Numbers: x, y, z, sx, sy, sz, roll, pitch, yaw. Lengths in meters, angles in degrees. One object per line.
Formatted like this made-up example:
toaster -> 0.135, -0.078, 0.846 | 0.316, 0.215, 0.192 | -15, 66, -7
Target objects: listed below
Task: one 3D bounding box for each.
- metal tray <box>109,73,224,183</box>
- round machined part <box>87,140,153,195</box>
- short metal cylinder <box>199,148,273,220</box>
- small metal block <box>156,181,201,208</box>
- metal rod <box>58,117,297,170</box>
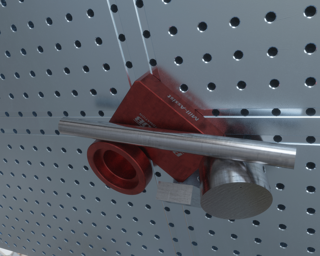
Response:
metal tray -> 0.006, 0.002, 0.406 | 0.130, 0.030, 0.089 | 40, 129, 0
round machined part -> -0.053, 0.047, 0.449 | 0.098, 0.042, 0.097 | 18, 133, 21
short metal cylinder -> 0.088, 0.067, 0.370 | 0.080, 0.050, 0.079 | 2, 135, 2
small metal block -> 0.029, 0.094, 0.435 | 0.050, 0.025, 0.050 | 2, 163, 26
metal rod -> 0.002, 0.013, 0.377 | 0.301, 0.025, 0.025 | 7, 122, 24
